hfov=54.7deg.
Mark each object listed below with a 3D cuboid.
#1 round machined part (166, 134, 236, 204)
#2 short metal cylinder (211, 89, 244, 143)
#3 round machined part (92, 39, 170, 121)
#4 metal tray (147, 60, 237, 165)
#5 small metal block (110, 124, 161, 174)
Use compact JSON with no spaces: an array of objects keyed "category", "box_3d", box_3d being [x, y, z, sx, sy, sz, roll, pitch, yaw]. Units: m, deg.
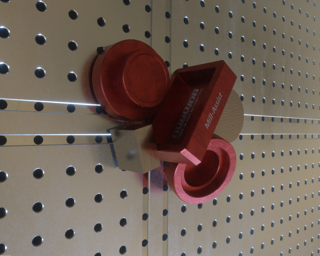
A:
[{"category":"round machined part","box_3d":[0.052,0.051,0.422,0.099,0.042,0.097,-12,116,-24]},{"category":"short metal cylinder","box_3d":[0.078,-0.018,0.453,0.081,0.050,0.079,0,90,-40]},{"category":"round machined part","box_3d":[-0.027,-0.057,0.370,0.099,0.042,0.097,0,90,-40]},{"category":"metal tray","box_3d":[0.033,-0.021,0.389,0.030,0.090,0.130,40,65,-33]},{"category":"small metal block","box_3d":[-0.030,0.023,0.363,0.025,0.050,0.050,-20,103,-38]}]
